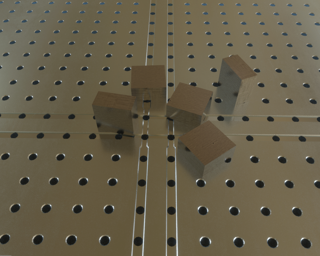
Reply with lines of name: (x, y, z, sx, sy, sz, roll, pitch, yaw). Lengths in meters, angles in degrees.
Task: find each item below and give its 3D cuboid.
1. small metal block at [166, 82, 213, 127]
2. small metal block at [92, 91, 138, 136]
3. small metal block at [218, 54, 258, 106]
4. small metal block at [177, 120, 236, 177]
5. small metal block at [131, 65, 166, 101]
small metal block: (0.042, -0.033, 0.436, 0.050, 0.025, 0.050, 18, 52, 15)
small metal block: (-0.057, -0.018, 0.407, 0.050, 0.050, 0.025, 9, 51, 7)
small metal block: (0.111, -0.070, 0.451, 0.025, 0.050, 0.050, -19, 53, -15)
small metal block: (0.057, 0.024, 0.388, 0.050, 0.025, 0.050, -29, 56, -22)
small metal block: (-0.017, -0.068, 0.465, 0.050, 0.025, 0.050, -2, 50, -2)
